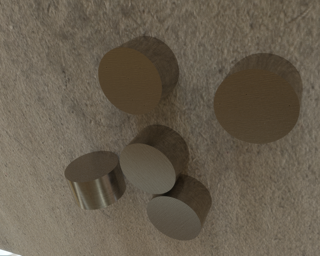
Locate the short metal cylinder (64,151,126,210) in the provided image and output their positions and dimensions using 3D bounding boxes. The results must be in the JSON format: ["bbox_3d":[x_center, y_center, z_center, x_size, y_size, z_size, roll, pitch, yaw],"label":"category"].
[{"bbox_3d":[-0.096,0.077,0.468,0.080,0.080,0.050,3,120,26],"label":"short metal cylinder"}]

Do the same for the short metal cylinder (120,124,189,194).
[{"bbox_3d":[-0.007,0.042,0.419,0.080,0.050,0.079,13,124,20],"label":"short metal cylinder"}]

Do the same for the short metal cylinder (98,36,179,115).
[{"bbox_3d":[-0.024,-0.062,0.364,0.080,0.050,0.079,13,124,20],"label":"short metal cylinder"}]

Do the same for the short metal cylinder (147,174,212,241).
[{"bbox_3d":[0.028,0.113,0.445,0.080,0.050,0.079,13,124,20],"label":"short metal cylinder"}]

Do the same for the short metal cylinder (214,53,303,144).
[{"bbox_3d":[0.101,-0.031,0.318,0.080,0.050,0.079,13,124,20],"label":"short metal cylinder"}]
